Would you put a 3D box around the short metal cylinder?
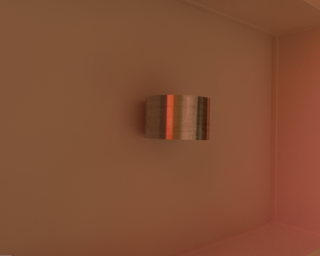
[{"bbox_3d":[0.021,-0.011,0.384,0.081,0.080,0.050,2,89,-40],"label":"short metal cylinder"}]
